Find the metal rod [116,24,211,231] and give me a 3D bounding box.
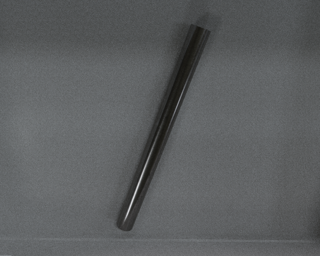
[{"bbox_3d":[-0.002,0.013,0.413,0.025,0.025,0.298,19,109,-7],"label":"metal rod"}]
